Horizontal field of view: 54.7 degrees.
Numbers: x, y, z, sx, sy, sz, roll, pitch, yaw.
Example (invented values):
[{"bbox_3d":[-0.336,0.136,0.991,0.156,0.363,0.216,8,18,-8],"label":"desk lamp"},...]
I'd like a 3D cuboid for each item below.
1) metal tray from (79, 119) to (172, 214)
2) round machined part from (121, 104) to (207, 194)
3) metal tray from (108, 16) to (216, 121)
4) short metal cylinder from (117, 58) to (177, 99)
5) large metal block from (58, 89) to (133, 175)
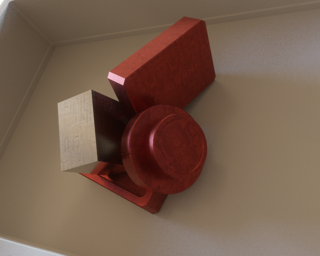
[{"bbox_3d":[-0.039,0.040,0.394,0.130,0.030,0.090,19,71,35],"label":"metal tray"},{"bbox_3d":[0.011,0.021,0.332,0.042,0.098,0.098,-17,49,56],"label":"round machined part"},{"bbox_3d":[0.009,-0.062,0.374,0.131,0.090,0.030,-42,46,-21],"label":"metal tray"},{"bbox_3d":[-0.014,-0.067,0.416,0.080,0.050,0.080,-24,28,14],"label":"short metal cylinder"},{"bbox_3d":[-0.071,0.010,0.368,0.050,0.080,0.080,-17,71,25],"label":"large metal block"}]
